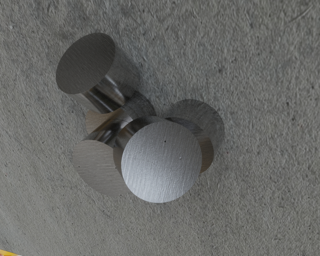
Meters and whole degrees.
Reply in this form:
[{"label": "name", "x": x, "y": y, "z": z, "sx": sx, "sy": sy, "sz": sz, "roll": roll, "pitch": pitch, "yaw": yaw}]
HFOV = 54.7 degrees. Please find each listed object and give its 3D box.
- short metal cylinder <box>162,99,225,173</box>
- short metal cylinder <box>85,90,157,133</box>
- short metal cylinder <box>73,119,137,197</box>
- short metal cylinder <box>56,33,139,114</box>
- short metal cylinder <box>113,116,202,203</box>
[{"label": "short metal cylinder", "x": 0.034, "y": 0.011, "z": 0.379, "sx": 0.080, "sy": 0.050, "sz": 0.079, "roll": 13, "pitch": 124, "yaw": 20}, {"label": "short metal cylinder", "x": -0.051, "y": -0.007, "z": 0.412, "sx": 0.080, "sy": 0.050, "sz": 0.079, "roll": 13, "pitch": 124, "yaw": 20}, {"label": "short metal cylinder", "x": -0.058, "y": 0.036, "z": 0.378, "sx": 0.080, "sy": 0.050, "sz": 0.079, "roll": 13, "pitch": 124, "yaw": 20}, {"label": "short metal cylinder", "x": -0.073, "y": -0.063, "z": 0.362, "sx": 0.080, "sy": 0.080, "sz": 0.050, "roll": 0, "pitch": 157, "yaw": 28}, {"label": "short metal cylinder", "x": -0.004, "y": 0.030, "z": 0.318, "sx": 0.080, "sy": 0.080, "sz": 0.050, "roll": 61, "pitch": 169, "yaw": -16}]
